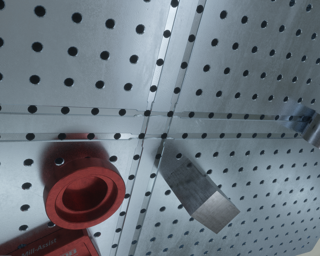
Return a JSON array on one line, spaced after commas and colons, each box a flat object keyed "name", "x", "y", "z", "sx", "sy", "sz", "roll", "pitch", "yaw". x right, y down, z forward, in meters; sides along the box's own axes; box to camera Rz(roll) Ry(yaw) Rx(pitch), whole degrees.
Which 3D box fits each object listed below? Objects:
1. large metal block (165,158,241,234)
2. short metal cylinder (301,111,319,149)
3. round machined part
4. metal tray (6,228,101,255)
[{"name": "large metal block", "x": 0.065, "y": 0.104, "z": 0.475, "sx": 0.050, "sy": 0.080, "sz": 0.080, "roll": -45, "pitch": 129, "yaw": 3}, {"name": "short metal cylinder", "x": 0.299, "y": 0.011, "z": 0.545, "sx": 0.081, "sy": 0.080, "sz": 0.050, "roll": 11, "pitch": 113, "yaw": -33}, {"name": "round machined part", "x": -0.097, "y": 0.078, "z": 0.395, "sx": 0.099, "sy": 0.042, "sz": 0.097, "roll": -14, "pitch": 124, "yaw": -21}, {"name": "metal tray", "x": -0.156, "y": 0.198, "z": 0.444, "sx": 0.131, "sy": 0.030, "sz": 0.089, "roll": -23, "pitch": 127, "yaw": -15}]
